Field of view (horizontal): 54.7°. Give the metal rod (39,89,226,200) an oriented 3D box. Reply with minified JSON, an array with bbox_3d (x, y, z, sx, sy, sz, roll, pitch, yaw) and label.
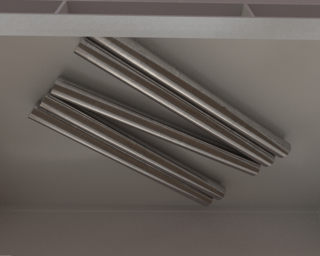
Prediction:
[{"bbox_3d":[-0.022,0.033,0.436,0.301,0.025,0.025,31,124,-24],"label":"metal rod"}]

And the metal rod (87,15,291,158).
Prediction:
[{"bbox_3d":[0.052,-0.037,0.376,0.301,0.025,0.025,29,124,-23],"label":"metal rod"}]

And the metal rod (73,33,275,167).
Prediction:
[{"bbox_3d":[0.035,-0.023,0.388,0.301,0.025,0.025,29,124,-23],"label":"metal rod"}]

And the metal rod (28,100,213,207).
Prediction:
[{"bbox_3d":[-0.040,0.047,0.447,0.301,0.025,0.025,31,124,-24],"label":"metal rod"}]

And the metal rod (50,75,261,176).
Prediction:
[{"bbox_3d":[0.008,0.004,0.411,0.302,0.025,0.025,23,127,-19],"label":"metal rod"}]
